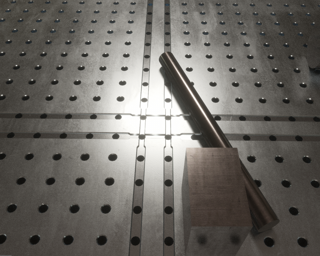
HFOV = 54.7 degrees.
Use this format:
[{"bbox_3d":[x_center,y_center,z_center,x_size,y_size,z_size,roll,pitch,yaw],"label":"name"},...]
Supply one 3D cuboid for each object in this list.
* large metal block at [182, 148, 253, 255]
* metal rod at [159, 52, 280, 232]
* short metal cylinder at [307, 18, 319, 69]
[{"bbox_3d":[0.051,0.075,0.309,0.050,0.080,0.080,0,50,0],"label":"large metal block"},{"bbox_3d":[0.062,-0.006,0.412,0.025,0.025,0.300,-16,52,-13],"label":"metal rod"},{"bbox_3d":[0.273,-0.132,0.487,0.050,0.080,0.080,6,50,4],"label":"short metal cylinder"}]
